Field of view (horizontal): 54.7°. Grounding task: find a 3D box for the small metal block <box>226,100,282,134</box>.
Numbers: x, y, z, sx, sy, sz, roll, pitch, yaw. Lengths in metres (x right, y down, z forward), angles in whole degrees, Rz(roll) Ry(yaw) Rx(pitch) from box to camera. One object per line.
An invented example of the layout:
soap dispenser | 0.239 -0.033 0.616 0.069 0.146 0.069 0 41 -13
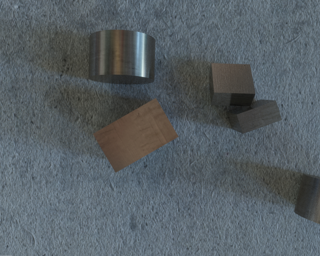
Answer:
small metal block | 0.119 -0.016 0.397 0.050 0.050 0.025 -20 97 0

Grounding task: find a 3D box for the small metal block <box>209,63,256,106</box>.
small metal block | 0.091 -0.056 0.399 0.050 0.025 0.050 2 56 0

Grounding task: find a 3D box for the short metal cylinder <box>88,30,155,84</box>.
short metal cylinder | -0.046 -0.084 0.382 0.081 0.080 0.050 2 90 0

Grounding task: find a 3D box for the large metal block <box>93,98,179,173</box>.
large metal block | -0.027 0.008 0.382 0.080 0.080 0.050 -30 90 0

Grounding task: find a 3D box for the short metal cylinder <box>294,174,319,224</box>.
short metal cylinder | 0.215 0.092 0.385 0.080 0.080 0.050 13 90 0
